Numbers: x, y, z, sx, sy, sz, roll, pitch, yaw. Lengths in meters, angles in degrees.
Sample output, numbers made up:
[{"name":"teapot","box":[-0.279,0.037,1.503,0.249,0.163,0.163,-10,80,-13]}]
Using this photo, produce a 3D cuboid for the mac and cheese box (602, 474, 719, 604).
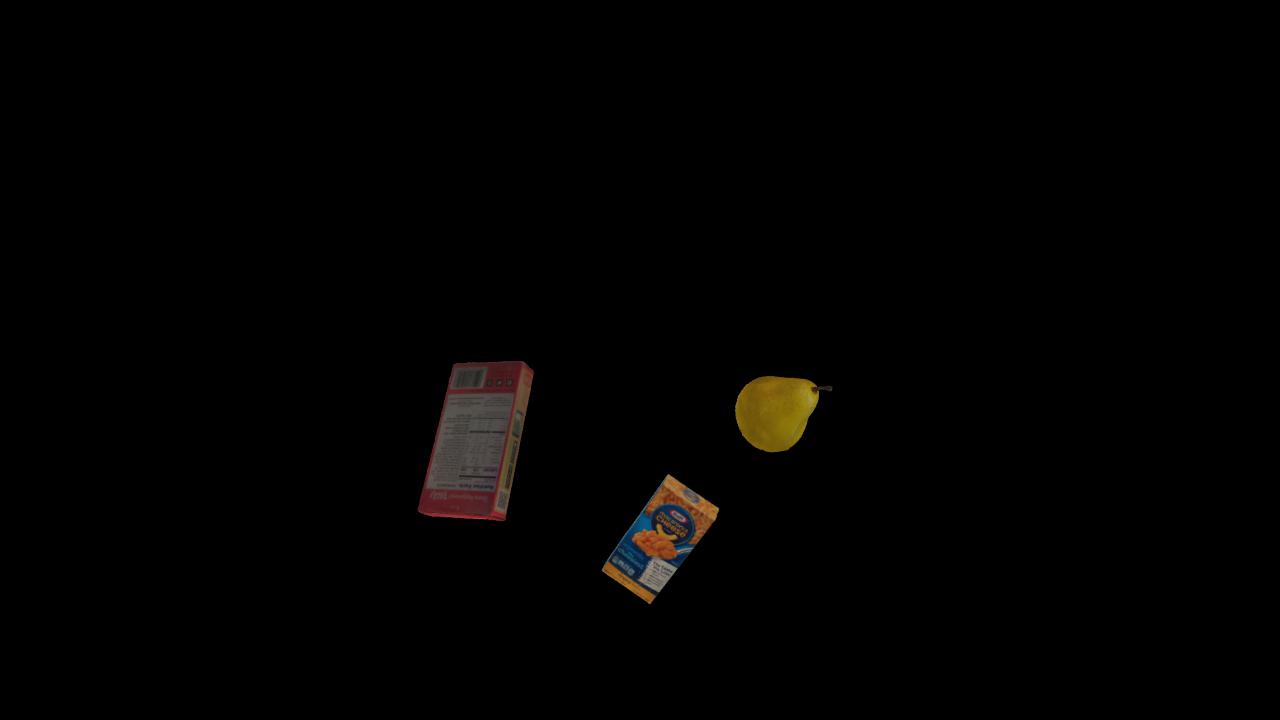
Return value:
[{"name":"mac and cheese box","box":[0.028,0.268,0.914,0.093,0.184,0.041,34,20,6]}]

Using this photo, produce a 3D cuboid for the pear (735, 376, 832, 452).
[{"name":"pear","box":[0.148,0.043,0.628,0.080,0.080,0.111,0,-36,-35]}]

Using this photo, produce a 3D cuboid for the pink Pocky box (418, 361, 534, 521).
[{"name":"pink Pocky box","box":[-0.159,0.077,0.604,0.084,0.155,0.029,-2,-25,20]}]
